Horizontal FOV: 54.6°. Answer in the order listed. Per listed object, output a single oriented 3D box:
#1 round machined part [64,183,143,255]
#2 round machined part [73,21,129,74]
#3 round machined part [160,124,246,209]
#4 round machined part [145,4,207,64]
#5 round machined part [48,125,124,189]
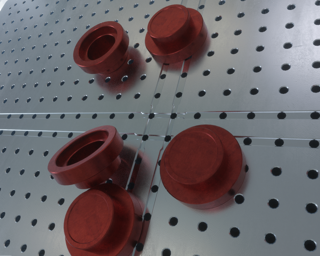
[{"bbox_3d":[-0.074,0.112,0.369,0.098,0.042,0.098,-13,56,21],"label":"round machined part"},{"bbox_3d":[-0.095,-0.131,0.529,0.098,0.042,0.098,-13,56,21],"label":"round machined part"},{"bbox_3d":[0.044,0.038,0.352,0.098,0.042,0.098,-13,56,21],"label":"round machined part"},{"bbox_3d":[0.019,-0.152,0.481,0.098,0.042,0.098,-13,56,21],"label":"round machined part"},{"bbox_3d":[-0.091,0.041,0.404,0.098,0.042,0.098,-22,24,11],"label":"round machined part"}]
